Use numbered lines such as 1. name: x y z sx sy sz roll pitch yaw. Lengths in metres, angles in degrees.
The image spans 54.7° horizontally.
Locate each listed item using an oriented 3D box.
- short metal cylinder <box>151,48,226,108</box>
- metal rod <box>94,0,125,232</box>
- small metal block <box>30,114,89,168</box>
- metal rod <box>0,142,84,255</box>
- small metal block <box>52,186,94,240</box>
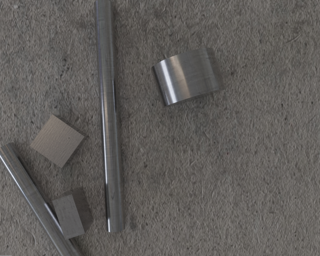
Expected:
1. short metal cylinder: 0.034 -0.060 0.383 0.080 0.080 0.050 -17 90 0
2. metal rod: -0.066 -0.015 0.409 0.025 0.025 0.298 -3 90 0
3. small metal block: -0.132 0.017 0.409 0.050 0.025 0.050 35 90 0
4. metal rod: -0.126 0.152 0.408 0.025 0.025 0.299 -32 90 0
5. small metal block: -0.110 0.107 0.397 0.025 0.050 0.050 -18 90 0
